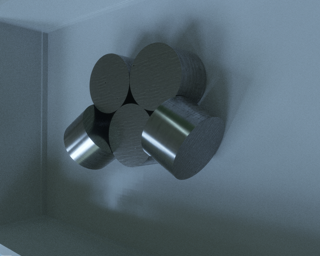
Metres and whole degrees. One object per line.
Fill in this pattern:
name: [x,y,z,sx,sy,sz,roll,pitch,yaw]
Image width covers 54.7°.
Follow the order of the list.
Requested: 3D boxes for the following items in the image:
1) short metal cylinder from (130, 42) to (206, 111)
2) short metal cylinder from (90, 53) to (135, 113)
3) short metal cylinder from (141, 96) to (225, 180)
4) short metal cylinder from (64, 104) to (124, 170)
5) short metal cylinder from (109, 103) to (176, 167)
short metal cylinder: [0.009,-0.060,0.381,0.080,0.050,0.080,0,90,40]
short metal cylinder: [-0.053,-0.059,0.432,0.080,0.050,0.080,0,90,40]
short metal cylinder: [0.026,0.011,0.347,0.050,0.081,0.079,37,113,34]
short metal cylinder: [-0.088,0.013,0.442,0.050,0.081,0.080,-37,67,34]
short metal cylinder: [-0.021,0.009,0.406,0.080,0.050,0.080,0,90,40]
